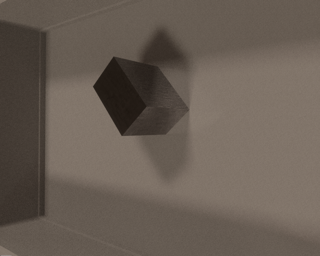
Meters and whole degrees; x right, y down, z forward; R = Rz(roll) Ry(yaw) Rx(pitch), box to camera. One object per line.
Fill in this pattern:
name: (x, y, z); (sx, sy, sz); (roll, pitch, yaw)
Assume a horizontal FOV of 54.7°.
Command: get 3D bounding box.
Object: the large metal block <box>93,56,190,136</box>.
large metal block: (-0.023, -0.037, 0.388); (0.050, 0.081, 0.080); (-48, 62, 29)
